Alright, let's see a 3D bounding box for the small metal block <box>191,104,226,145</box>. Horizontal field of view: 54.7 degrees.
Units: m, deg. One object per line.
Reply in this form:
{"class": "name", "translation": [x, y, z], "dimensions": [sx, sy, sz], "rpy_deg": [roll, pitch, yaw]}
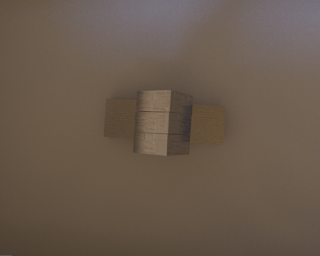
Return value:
{"class": "small metal block", "translation": [0.058, -0.005, 0.411], "dimensions": [0.050, 0.025, 0.050], "rpy_deg": [3, 90, -1]}

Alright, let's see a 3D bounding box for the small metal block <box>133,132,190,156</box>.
{"class": "small metal block", "translation": [0.003, 0.019, 0.387], "dimensions": [0.050, 0.050, 0.025], "rpy_deg": [2, 90, 36]}

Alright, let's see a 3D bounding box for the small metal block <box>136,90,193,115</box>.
{"class": "small metal block", "translation": [0.006, -0.031, 0.387], "dimensions": [0.050, 0.050, 0.025], "rpy_deg": [3, 90, 36]}

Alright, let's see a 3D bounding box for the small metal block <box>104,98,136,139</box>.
{"class": "small metal block", "translation": [-0.045, -0.012, 0.409], "dimensions": [0.050, 0.025, 0.050], "rpy_deg": [4, 90, -1]}

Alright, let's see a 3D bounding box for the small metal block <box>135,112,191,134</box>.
{"class": "small metal block", "translation": [0.004, -0.006, 0.387], "dimensions": [0.050, 0.050, 0.025], "rpy_deg": [2, 90, 36]}
